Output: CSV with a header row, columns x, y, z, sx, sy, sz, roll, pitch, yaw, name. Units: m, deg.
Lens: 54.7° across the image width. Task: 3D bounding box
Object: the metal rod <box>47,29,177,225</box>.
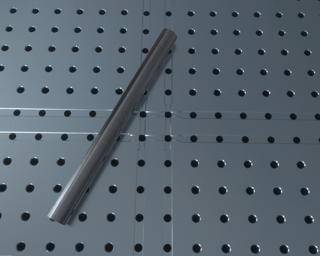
x,y,z,sx,sy,sz,roll,pitch,yaw,name
-0.055,-0.014,0.416,0.025,0.025,0.300,26,72,9,metal rod
